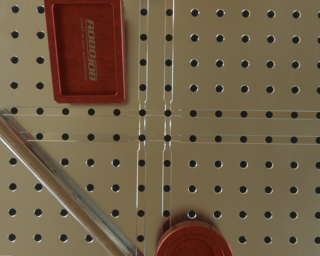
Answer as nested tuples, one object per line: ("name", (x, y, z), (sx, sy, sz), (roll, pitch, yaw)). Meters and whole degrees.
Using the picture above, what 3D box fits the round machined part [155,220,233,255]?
("round machined part", (0.043, 0.169, 0.406), (0.099, 0.042, 0.097), (0, 90, -1))

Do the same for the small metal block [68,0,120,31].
("small metal block", (-0.084, -0.160, 0.412), (0.050, 0.025, 0.050), (33, 90, -1))

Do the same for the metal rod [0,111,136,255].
("metal rod", (-0.124, 0.090, 0.411), (0.025, 0.025, 0.300), (-43, 91, 0))

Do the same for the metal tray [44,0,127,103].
("metal tray", (-0.091, -0.098, 0.392), (0.091, 0.030, 0.129), (-1, 106, -1))
